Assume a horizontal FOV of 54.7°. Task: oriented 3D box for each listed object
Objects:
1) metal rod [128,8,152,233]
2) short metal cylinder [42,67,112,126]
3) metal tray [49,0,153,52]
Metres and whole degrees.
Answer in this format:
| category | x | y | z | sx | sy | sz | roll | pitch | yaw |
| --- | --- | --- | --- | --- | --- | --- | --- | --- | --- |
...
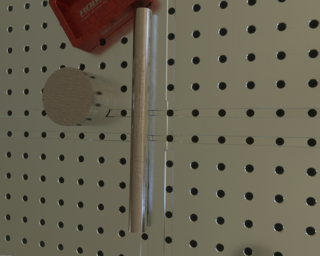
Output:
| category | x | y | z | sx | sy | sz | roll | pitch | yaw |
| --- | --- | --- | --- | --- | --- | --- | --- | --- | --- |
| metal rod | -0.027 | -0.010 | 0.421 | 0.025 | 0.025 | 0.298 | 2 | 91 | 20 |
| short metal cylinder | -0.117 | -0.042 | 0.441 | 0.080 | 0.050 | 0.080 | 0 | 90 | 20 |
| metal tray | -0.086 | -0.182 | 0.440 | 0.130 | 0.030 | 0.090 | -33 | 79 | 17 |
